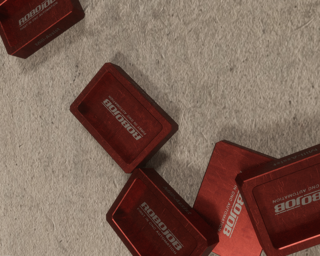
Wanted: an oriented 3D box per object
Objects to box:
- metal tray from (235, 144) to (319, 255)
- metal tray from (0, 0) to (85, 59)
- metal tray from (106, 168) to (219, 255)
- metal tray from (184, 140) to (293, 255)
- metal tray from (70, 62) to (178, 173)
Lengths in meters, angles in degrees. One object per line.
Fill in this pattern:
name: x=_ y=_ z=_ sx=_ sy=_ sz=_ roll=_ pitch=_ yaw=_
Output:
metal tray: x=0.157 y=0.072 z=0.325 sx=0.131 sy=0.030 sz=0.090 roll=-21 pitch=95 yaw=4
metal tray: x=-0.188 y=-0.176 z=0.470 sx=0.130 sy=0.030 sz=0.090 roll=-28 pitch=81 yaw=17
metal tray: x=-0.003 y=0.122 z=0.383 sx=0.130 sy=0.030 sz=0.090 roll=42 pitch=108 yaw=32
metal tray: x=0.092 y=0.089 z=0.373 sx=0.090 sy=0.030 sz=0.129 roll=21 pitch=97 yaw=18
metal tray: x=-0.051 y=-0.014 z=0.423 sx=0.130 sy=0.030 sz=0.090 roll=46 pitch=104 yaw=14
